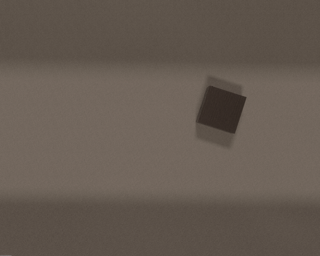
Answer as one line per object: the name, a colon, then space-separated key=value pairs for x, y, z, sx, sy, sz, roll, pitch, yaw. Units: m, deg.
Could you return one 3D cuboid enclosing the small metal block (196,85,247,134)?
small metal block: x=0.081 y=-0.024 z=0.413 sx=0.050 sy=0.025 sz=0.050 roll=18 pitch=90 yaw=-1
